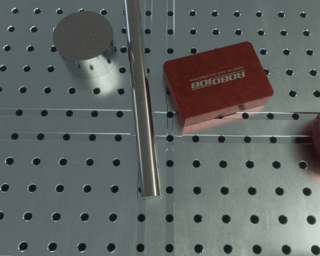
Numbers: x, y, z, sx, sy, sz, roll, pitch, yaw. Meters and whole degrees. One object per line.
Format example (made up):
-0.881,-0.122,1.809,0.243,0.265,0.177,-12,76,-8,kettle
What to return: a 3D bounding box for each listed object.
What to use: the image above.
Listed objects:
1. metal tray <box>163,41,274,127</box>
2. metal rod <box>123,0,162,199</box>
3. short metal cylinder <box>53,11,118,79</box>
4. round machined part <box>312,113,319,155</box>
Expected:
0.078,-0.063,0.432,0.131,0.030,0.090,-15,71,-6,metal tray
-0.027,-0.054,0.431,0.025,0.025,0.299,-6,70,-2,metal rod
-0.104,-0.117,0.440,0.081,0.050,0.080,0,70,0,short metal cylinder
0.246,0.014,0.399,0.099,0.042,0.098,0,70,0,round machined part
